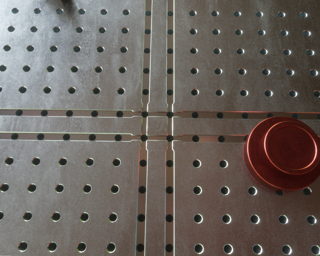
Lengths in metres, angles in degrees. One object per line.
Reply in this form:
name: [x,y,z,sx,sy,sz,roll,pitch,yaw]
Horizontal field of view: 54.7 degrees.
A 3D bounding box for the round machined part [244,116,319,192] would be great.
round machined part: [0.160,0.030,0.393,0.099,0.042,0.098,0,70,0]
